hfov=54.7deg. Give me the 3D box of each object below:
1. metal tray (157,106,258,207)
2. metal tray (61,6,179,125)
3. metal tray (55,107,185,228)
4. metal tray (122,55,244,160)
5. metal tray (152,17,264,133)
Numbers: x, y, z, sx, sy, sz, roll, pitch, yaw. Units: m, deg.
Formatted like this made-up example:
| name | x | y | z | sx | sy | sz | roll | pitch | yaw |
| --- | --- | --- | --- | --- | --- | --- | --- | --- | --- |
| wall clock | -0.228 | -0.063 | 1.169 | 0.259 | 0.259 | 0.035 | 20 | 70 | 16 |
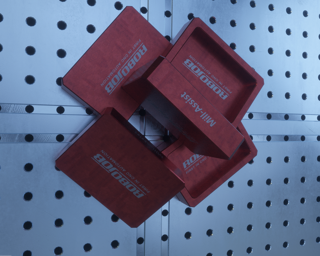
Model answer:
| name | x | y | z | sx | sy | sz | roll | pitch | yaw |
| --- | --- | --- | --- | --- | --- | --- | --- | --- | --- |
| metal tray | 0.065 | 0.035 | 0.434 | 0.131 | 0.030 | 0.090 | -35 | 102 | -17 |
| metal tray | -0.048 | -0.075 | 0.392 | 0.090 | 0.030 | 0.130 | 41 | 77 | -16 |
| metal tray | -0.045 | 0.050 | 0.374 | 0.090 | 0.030 | 0.130 | -43 | 105 | 11 |
| metal tray | 0.023 | -0.019 | 0.355 | 0.130 | 0.090 | 0.030 | 42 | 77 | -16 |
| metal tray | 0.064 | -0.065 | 0.402 | 0.130 | 0.030 | 0.090 | 38 | 78 | -17 |
